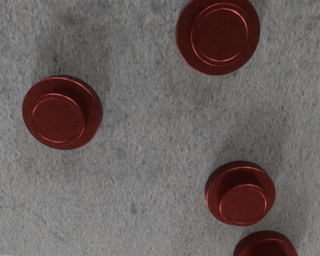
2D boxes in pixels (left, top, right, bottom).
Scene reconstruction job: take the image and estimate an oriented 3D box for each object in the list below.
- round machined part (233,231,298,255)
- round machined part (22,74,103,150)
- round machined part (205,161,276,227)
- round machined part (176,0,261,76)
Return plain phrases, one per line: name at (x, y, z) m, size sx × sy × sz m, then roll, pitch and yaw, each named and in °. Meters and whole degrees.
round machined part at (0.167, 0.213, 0.482) m, size 0.099 × 0.042 × 0.097 m, roll 0°, pitch 110°, yaw -1°
round machined part at (-0.126, -0.016, 0.393) m, size 0.099 × 0.042 × 0.097 m, roll 0°, pitch 110°, yaw -1°
round machined part at (0.115, 0.099, 0.439) m, size 0.099 × 0.042 × 0.097 m, roll 0°, pitch 110°, yaw -1°
round machined part at (0.068, -0.109, 0.361) m, size 0.099 × 0.042 × 0.097 m, roll 0°, pitch 110°, yaw -1°
